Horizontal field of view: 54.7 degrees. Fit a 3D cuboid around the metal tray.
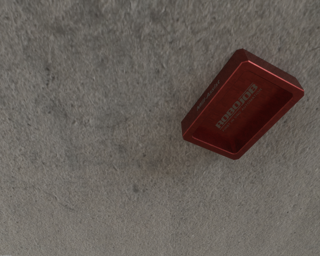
[{"bbox_3d":[0.097,-0.023,0.385,0.091,0.030,0.129,22,127,-19],"label":"metal tray"}]
